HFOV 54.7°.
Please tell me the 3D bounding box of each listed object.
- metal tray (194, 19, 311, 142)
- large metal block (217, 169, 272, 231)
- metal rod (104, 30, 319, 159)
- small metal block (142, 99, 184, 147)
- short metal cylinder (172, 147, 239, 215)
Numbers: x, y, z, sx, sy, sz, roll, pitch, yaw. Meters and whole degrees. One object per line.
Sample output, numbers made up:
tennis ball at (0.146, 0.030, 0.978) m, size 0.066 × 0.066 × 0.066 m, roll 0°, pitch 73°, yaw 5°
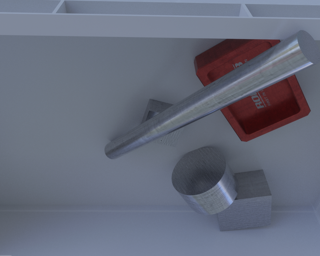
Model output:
metal tray at (0.110, -0.049, 0.366) m, size 0.090 × 0.030 × 0.130 m, roll -27°, pitch 126°, yaw 20°
large metal block at (0.129, 0.117, 0.494) m, size 0.080 × 0.050 × 0.080 m, roll -9°, pitch 130°, yaw 7°
metal rod at (0.016, -0.011, 0.321) m, size 0.025 × 0.025 × 0.299 m, roll 30°, pitch 148°, yaw -23°
small metal block at (0.004, -0.006, 0.404) m, size 0.050 × 0.025 × 0.050 m, roll 13°, pitch 129°, yaw -11°
short metal cylinder at (0.064, 0.074, 0.437) m, size 0.080 × 0.080 × 0.050 m, roll -22°, pitch 127°, yaw 17°
